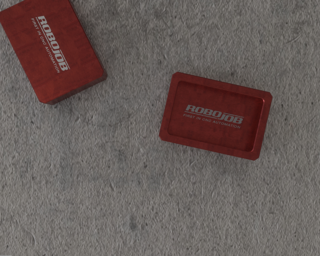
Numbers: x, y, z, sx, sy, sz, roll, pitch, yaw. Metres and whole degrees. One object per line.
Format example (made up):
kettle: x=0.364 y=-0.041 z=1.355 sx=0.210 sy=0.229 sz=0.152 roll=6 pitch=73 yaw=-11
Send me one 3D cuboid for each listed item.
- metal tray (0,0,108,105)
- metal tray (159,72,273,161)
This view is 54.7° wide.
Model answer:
metal tray: x=-0.138 y=-0.106 z=0.406 sx=0.090 sy=0.030 sz=0.130 roll=-26 pitch=90 yaw=0
metal tray: x=0.071 y=-0.015 z=0.407 sx=0.131 sy=0.030 sz=0.089 roll=13 pitch=90 yaw=0
